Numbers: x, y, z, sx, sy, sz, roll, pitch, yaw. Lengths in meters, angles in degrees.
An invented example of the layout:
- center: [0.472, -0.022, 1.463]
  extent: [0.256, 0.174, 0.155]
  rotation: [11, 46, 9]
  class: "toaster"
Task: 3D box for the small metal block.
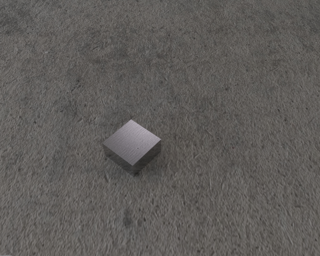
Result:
- center: [-0.034, 0.024, 0.383]
  extent: [0.050, 0.025, 0.050]
  rotation: [33, 57, 24]
  class: "small metal block"
